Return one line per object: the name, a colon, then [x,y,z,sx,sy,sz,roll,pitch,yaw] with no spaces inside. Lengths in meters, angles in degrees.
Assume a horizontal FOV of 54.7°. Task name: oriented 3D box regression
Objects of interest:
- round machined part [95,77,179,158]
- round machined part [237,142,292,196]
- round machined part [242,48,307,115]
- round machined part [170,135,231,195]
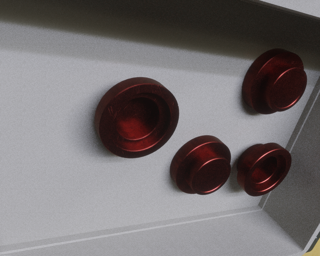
round machined part: [-0.030,-0.016,0.372,0.099,0.042,0.097,-14,124,-21]
round machined part: [0.173,0.066,0.533,0.099,0.042,0.097,-14,124,-21]
round machined part: [0.173,-0.063,0.453,0.099,0.042,0.097,-14,124,-21]
round machined part: [0.069,0.063,0.474,0.099,0.042,0.097,-14,124,-21]
